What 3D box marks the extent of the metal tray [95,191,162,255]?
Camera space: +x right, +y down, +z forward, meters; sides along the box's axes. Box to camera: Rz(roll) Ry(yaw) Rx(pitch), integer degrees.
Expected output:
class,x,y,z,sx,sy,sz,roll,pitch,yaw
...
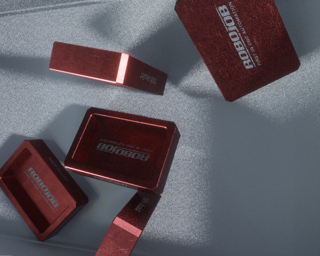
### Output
class,x,y,z,sx,sy,sz,roll,pitch,yaw
metal tray,-0.041,0.128,0.365,0.030,0.130,0.090,28,98,6

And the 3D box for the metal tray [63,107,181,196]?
class,x,y,z,sx,sy,sz,roll,pitch,yaw
metal tray,-0.048,0.027,0.404,0.130,0.030,0.090,11,68,19

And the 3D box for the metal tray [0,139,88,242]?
class,x,y,z,sx,sy,sz,roll,pitch,yaw
metal tray,-0.181,0.092,0.469,0.090,0.030,0.130,-46,76,14

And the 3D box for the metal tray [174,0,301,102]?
class,x,y,z,sx,sy,sz,roll,pitch,yaw
metal tray,0.086,-0.104,0.344,0.090,0.030,0.130,-27,113,18

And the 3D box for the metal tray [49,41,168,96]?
class,x,y,z,sx,sy,sz,roll,pitch,yaw
metal tray,-0.055,-0.068,0.373,0.090,0.130,0.030,14,95,19
